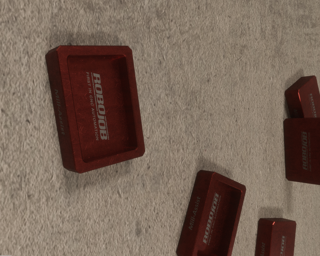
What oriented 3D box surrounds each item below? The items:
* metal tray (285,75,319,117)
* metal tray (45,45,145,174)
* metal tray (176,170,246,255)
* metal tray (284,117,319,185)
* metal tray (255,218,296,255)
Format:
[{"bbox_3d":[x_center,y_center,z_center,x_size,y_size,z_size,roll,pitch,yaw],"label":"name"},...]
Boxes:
[{"bbox_3d":[0.319,-0.038,0.673,0.091,0.030,0.129,-34,111,-35],"label":"metal tray"},{"bbox_3d":[-0.068,-0.024,0.345,0.091,0.030,0.129,-12,98,-40],"label":"metal tray"},{"bbox_3d":[0.082,0.139,0.472,0.090,0.030,0.130,28,73,-37],"label":"metal tray"},{"bbox_3d":[0.299,0.044,0.616,0.030,0.090,0.129,-7,95,-40],"label":"metal tray"},{"bbox_3d":[0.219,0.240,0.590,0.091,0.030,0.129,14,81,-39],"label":"metal tray"}]
